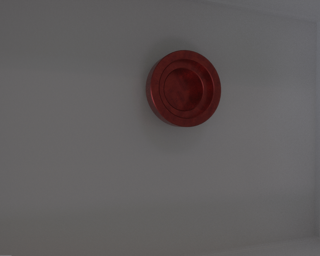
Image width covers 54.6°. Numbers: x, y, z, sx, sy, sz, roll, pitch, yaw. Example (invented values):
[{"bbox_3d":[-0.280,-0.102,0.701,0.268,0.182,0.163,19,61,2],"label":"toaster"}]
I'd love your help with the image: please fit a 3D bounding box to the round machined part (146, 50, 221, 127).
[{"bbox_3d":[0.028,-0.050,0.411,0.099,0.042,0.097,0,90,-20],"label":"round machined part"}]
